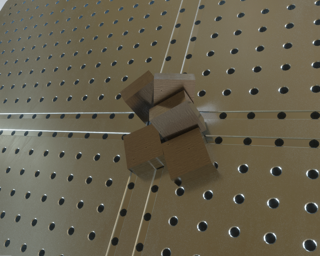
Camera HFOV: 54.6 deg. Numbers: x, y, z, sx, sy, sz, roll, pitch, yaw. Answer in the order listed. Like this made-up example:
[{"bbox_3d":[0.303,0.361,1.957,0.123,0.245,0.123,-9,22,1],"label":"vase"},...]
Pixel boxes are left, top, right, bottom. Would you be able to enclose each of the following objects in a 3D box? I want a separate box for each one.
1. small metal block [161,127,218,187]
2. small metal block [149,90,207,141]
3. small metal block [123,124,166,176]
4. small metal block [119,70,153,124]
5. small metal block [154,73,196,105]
[{"bbox_3d":[0.034,0.035,0.370,0.050,0.025,0.050,-25,53,12],"label":"small metal block"},{"bbox_3d":[0.022,-0.011,0.382,0.050,0.050,0.025,-28,32,17],"label":"small metal block"},{"bbox_3d":[-0.017,0.027,0.402,0.050,0.025,0.050,-23,53,14],"label":"small metal block"},{"bbox_3d":[-0.018,-0.042,0.427,0.050,0.050,0.025,-37,42,3],"label":"small metal block"},{"bbox_3d":[0.018,-0.042,0.396,0.050,0.050,0.025,2,27,1],"label":"small metal block"}]
